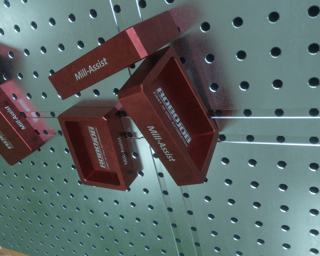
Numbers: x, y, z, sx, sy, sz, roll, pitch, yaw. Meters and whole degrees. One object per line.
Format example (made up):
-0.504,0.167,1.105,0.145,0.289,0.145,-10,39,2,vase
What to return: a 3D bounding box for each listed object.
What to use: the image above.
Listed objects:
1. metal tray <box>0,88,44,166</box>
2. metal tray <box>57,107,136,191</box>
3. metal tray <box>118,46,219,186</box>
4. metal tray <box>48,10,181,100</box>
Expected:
-0.279,-0.001,0.556,0.090,0.030,0.130,-26,104,37,metal tray
-0.096,0.033,0.479,0.090,0.030,0.129,3,120,27,metal tray
0.017,-0.012,0.339,0.030,0.090,0.130,-14,121,34,metal tray
-0.051,-0.080,0.347,0.130,0.090,0.030,-18,108,35,metal tray
